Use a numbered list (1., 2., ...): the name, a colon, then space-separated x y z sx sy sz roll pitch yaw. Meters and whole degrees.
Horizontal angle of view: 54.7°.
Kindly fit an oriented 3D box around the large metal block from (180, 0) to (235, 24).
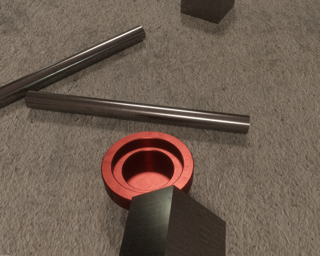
1. large metal block: 0.096 -0.254 0.602 0.080 0.050 0.080 25 54 19

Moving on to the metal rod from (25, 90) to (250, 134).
1. metal rod: -0.034 -0.022 0.421 0.302 0.025 0.025 7 50 5

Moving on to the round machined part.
1. round machined part: -0.013 0.052 0.343 0.099 0.042 0.098 -1 43 1

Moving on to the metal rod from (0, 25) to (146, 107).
1. metal rod: -0.148 -0.094 0.479 0.302 0.025 0.025 -33 58 -25

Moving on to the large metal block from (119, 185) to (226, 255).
1. large metal block: 0.013 0.108 0.268 0.050 0.080 0.080 -24 39 35
